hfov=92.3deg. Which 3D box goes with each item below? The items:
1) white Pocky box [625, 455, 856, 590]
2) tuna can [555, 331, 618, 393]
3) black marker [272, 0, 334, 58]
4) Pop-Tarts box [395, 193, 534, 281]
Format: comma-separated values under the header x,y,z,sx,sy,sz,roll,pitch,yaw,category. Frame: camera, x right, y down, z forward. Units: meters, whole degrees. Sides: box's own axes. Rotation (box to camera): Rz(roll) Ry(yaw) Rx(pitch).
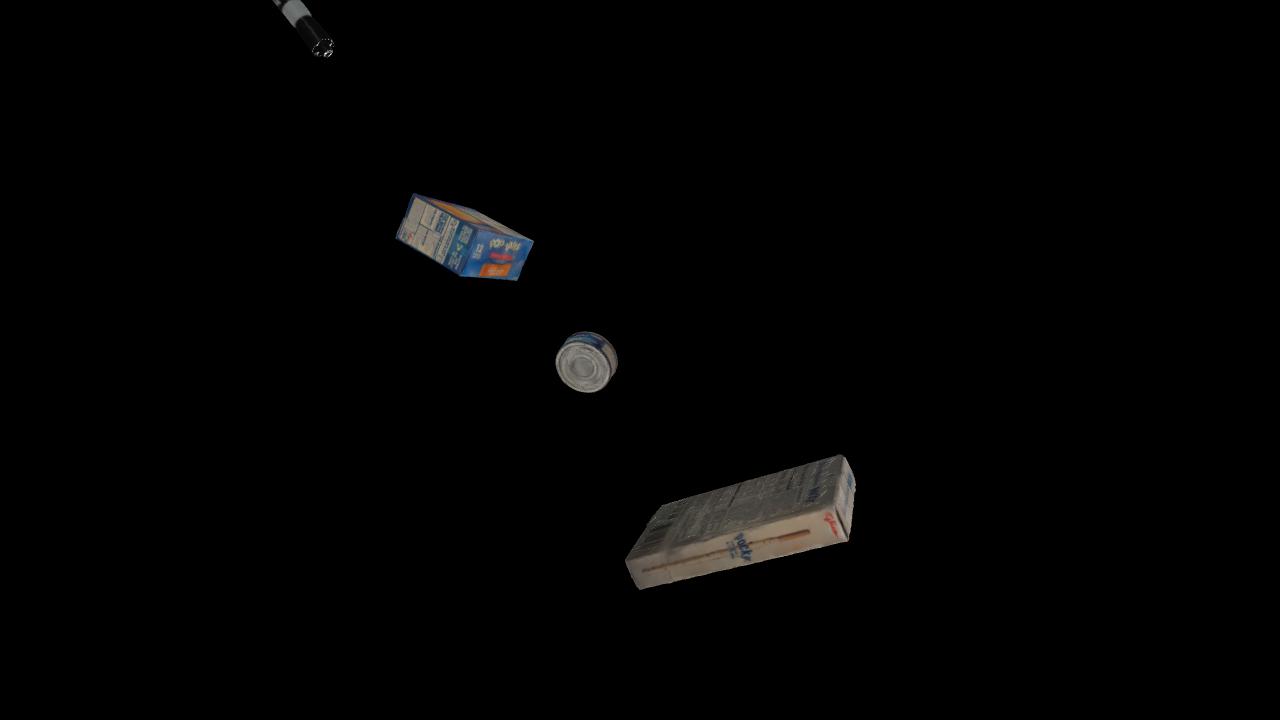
x,y,z,sx,sy,sz,roll,pitch,yaw,category
0.071,0.112,0.431,0.154,0.028,0.084,-23,5,25,white Pocky box
-0.076,0.004,0.867,0.084,0.084,0.034,0,27,17,tuna can
-0.276,-0.283,0.468,0.020,0.121,0.020,-37,4,3,black marker
-0.288,-0.200,1.028,0.141,0.083,0.167,29,14,16,Pop-Tarts box
